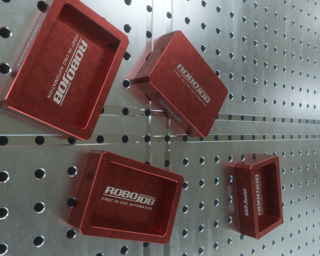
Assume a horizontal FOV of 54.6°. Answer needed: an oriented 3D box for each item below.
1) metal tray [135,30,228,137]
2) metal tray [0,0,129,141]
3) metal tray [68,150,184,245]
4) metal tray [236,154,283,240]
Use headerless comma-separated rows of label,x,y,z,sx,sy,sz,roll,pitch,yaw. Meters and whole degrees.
metal tray,0.036,-0.058,0.435,0.130,0.030,0.090,43,64,-32
metal tray,-0.095,-0.062,0.325,0.090,0.030,0.130,30,71,-36
metal tray,-0.034,0.086,0.376,0.131,0.030,0.090,23,75,-37
metal tray,0.180,0.120,0.554,0.091,0.030,0.129,-11,97,-39
